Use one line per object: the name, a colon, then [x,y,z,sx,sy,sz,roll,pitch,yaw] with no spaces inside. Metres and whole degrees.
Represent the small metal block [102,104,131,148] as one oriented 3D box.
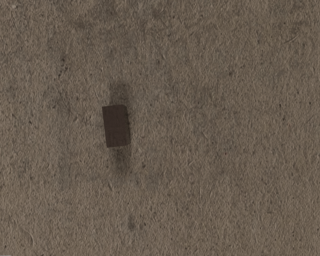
small metal block: [-0.055,-0.003,0.397,0.025,0.050,0.050,-7,90,0]
